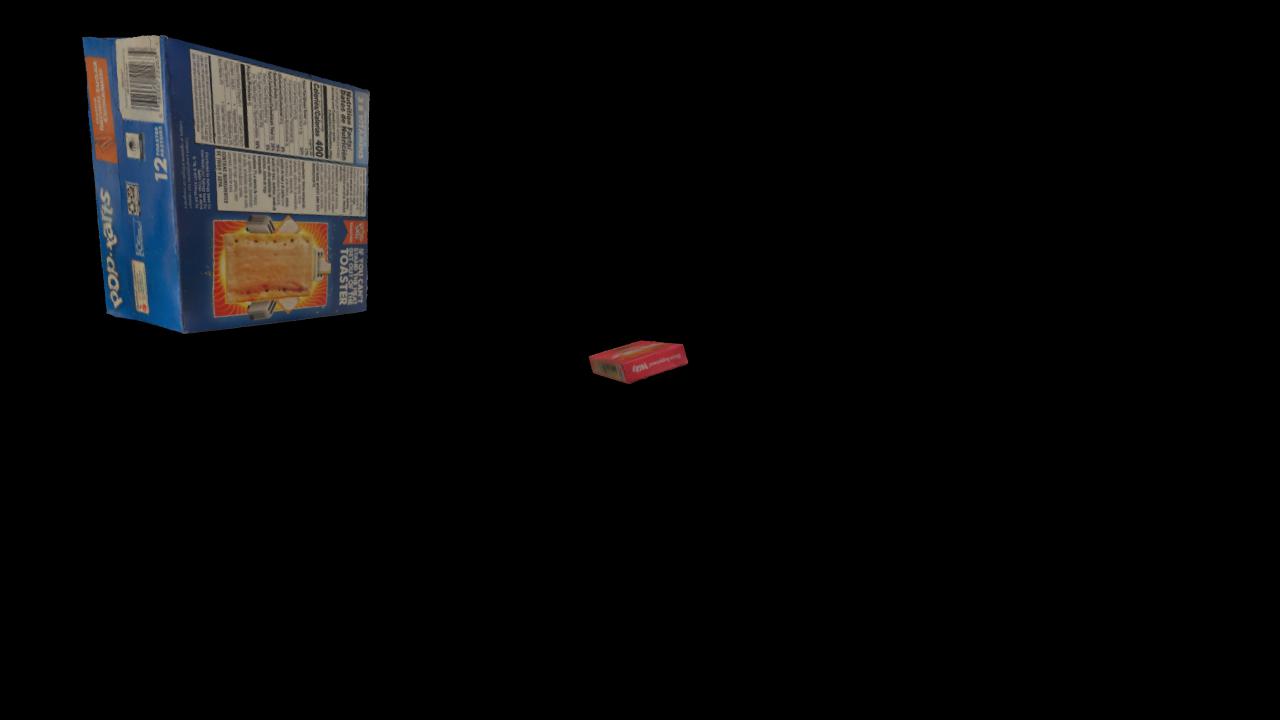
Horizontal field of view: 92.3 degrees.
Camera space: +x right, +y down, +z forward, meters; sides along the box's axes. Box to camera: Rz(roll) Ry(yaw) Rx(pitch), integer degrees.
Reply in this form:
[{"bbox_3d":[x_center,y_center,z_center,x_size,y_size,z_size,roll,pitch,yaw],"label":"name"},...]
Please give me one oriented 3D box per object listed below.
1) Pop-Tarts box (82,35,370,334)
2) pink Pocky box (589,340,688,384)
[{"bbox_3d":[-0.271,-0.113,0.423,0.083,0.167,0.141,13,16,22],"label":"Pop-Tarts box"},{"bbox_3d":[-0.006,0.000,0.807,0.084,0.029,0.155,-18,9,-18],"label":"pink Pocky box"}]
